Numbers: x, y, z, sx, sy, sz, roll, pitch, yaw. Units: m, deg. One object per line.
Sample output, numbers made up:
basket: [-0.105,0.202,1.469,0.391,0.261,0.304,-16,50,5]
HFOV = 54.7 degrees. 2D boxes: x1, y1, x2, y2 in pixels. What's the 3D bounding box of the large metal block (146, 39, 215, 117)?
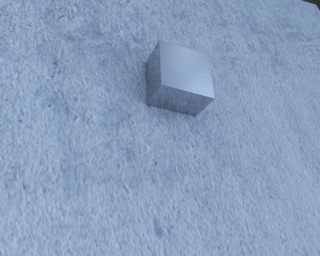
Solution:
large metal block: [0.026,-0.070,0.447,0.081,0.050,0.080,12,57,-22]
